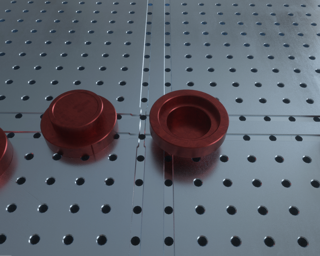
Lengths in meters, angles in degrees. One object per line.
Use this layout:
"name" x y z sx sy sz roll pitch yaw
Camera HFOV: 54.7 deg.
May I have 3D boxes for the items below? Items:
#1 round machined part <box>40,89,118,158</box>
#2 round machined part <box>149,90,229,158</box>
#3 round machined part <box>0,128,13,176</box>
"round machined part" -0.106 -0.013 0.406 0.099 0.042 0.098 0 50 0
"round machined part" 0.036 -0.001 0.398 0.099 0.042 0.098 0 50 0
"round machined part" -0.235 0.028 0.370 0.099 0.042 0.098 0 50 0
